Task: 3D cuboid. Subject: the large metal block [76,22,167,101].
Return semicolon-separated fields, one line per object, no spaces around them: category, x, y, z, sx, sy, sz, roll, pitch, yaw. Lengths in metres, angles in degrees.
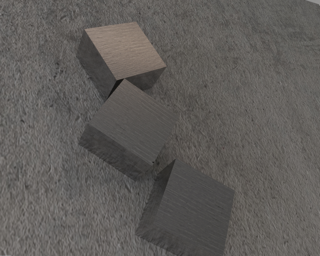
large metal block;-0.052;-0.090;0.414;0.081;0.050;0.080;-23;74;-36

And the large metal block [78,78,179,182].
large metal block;-0.036;0.002;0.367;0.080;0.050;0.080;35;51;-6

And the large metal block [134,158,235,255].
large metal block;0.030;0.094;0.346;0.080;0.050;0.080;30;52;-9
